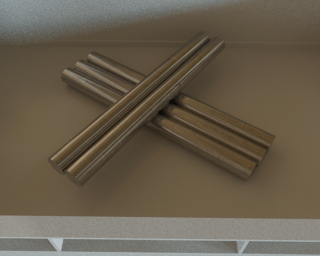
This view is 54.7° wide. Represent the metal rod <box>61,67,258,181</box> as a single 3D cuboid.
[{"bbox_3d":[-0.016,-0.014,0.415,0.300,0.025,0.025,28,55,21],"label":"metal rod"}]

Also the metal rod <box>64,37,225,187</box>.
[{"bbox_3d":[-0.001,-0.038,0.403,0.025,0.025,0.301,30,56,23],"label":"metal rod"}]

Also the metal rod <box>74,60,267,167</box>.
[{"bbox_3d":[0.000,-0.029,0.427,0.300,0.025,0.025,28,55,21],"label":"metal rod"}]

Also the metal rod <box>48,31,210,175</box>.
[{"bbox_3d":[-0.022,-0.050,0.412,0.025,0.025,0.301,30,56,23],"label":"metal rod"}]

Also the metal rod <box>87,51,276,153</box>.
[{"bbox_3d":[0.015,-0.045,0.441,0.300,0.025,0.025,28,56,21],"label":"metal rod"}]
